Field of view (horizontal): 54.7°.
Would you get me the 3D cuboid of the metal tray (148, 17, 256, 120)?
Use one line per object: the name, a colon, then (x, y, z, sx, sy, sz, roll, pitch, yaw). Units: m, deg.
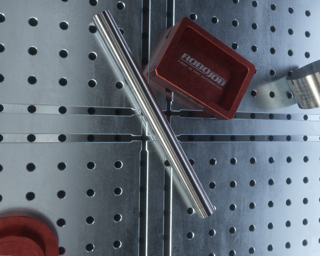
metal tray: (0.061, -0.079, 0.432, 0.131, 0.030, 0.090, 30, 80, -18)

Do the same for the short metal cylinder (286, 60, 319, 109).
short metal cylinder: (0.243, -0.070, 0.472, 0.080, 0.080, 0.050, -31, 101, -17)

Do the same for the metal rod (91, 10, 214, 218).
metal rod: (-0.004, -0.010, 0.410, 0.025, 0.025, 0.299, -31, 100, -17)

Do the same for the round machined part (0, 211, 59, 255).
round machined part: (-0.164, 0.147, 0.343, 0.099, 0.042, 0.097, 0, 90, -20)
